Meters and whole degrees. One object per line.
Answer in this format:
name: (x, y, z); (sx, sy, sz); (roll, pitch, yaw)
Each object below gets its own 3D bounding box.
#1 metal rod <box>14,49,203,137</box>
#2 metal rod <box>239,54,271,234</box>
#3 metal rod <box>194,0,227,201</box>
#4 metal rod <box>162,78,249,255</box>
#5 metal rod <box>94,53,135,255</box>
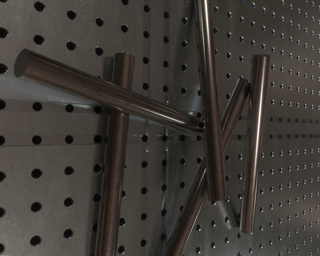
metal rod: (-0.017, -0.024, 0.366); (0.302, 0.025, 0.025); (17, 79, -48)
metal rod: (0.147, 0.037, 0.489); (0.025, 0.025, 0.298); (-19, 117, -39)
metal rod: (0.070, -0.050, 0.439); (0.025, 0.025, 0.298); (6, 77, -40)
metal rod: (0.068, 0.064, 0.445); (0.025, 0.025, 0.299); (33, 77, -36)
metal rod: (-0.056, 0.061, 0.364); (0.025, 0.025, 0.298); (8, 85, -40)
